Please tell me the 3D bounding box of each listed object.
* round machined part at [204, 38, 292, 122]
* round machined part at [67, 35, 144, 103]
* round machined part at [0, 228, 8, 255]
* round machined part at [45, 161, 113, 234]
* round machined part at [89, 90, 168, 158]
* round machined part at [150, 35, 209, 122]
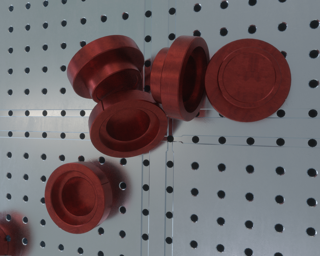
[{"bbox_3d":[0.101,-0.055,0.359,0.098,0.042,0.097,0,90,9],"label":"round machined part"},{"bbox_3d":[-0.063,-0.067,0.394,0.098,0.098,0.042,-37,69,16],"label":"round machined part"},{"bbox_3d":[-0.291,0.198,0.508,0.098,0.042,0.097,0,90,20],"label":"round machined part"},{"bbox_3d":[-0.111,0.096,0.443,0.098,0.042,0.097,0,90,20],"label":"round machined part"},{"bbox_3d":[-0.042,-0.010,0.399,0.098,0.098,0.042,-38,43,16],"label":"round machined part"},{"bbox_3d":[0.022,-0.059,0.367,0.042,0.098,0.097,12,94,25],"label":"round machined part"}]
